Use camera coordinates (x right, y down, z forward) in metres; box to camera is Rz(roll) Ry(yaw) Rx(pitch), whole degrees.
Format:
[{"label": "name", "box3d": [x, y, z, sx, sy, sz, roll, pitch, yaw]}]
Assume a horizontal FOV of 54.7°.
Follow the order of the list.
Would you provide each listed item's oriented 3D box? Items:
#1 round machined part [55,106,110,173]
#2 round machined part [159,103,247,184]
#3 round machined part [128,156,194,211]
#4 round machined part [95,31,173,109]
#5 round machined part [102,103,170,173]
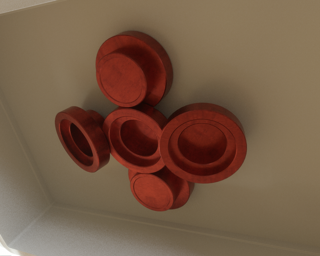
[{"label": "round machined part", "box3d": [-0.104, 0.012, 0.448, 0.098, 0.042, 0.097, 28, 135, 32]}, {"label": "round machined part", "box3d": [0.050, 0.014, 0.367, 0.098, 0.042, 0.097, 4, 118, 7]}, {"label": "round machined part", "box3d": [-0.004, 0.081, 0.448, 0.098, 0.042, 0.097, 13, 124, 21]}, {"label": "round machined part", "box3d": [-0.038, -0.064, 0.376, 0.098, 0.042, 0.097, 13, 124, 21]}, {"label": "round machined part", "box3d": [-0.024, 0.009, 0.413, 0.098, 0.042, 0.097, 13, 124, 21]}]
